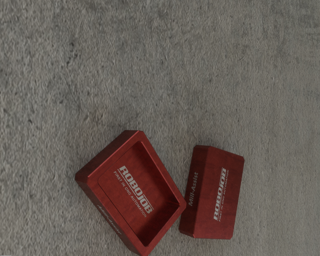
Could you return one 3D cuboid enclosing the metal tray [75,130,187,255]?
[{"bbox_3d":[-0.029,0.078,0.376,0.090,0.030,0.130,-44,117,-31],"label":"metal tray"}]

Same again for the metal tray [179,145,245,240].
[{"bbox_3d":[0.081,0.098,0.469,0.091,0.030,0.129,19,78,-38],"label":"metal tray"}]
